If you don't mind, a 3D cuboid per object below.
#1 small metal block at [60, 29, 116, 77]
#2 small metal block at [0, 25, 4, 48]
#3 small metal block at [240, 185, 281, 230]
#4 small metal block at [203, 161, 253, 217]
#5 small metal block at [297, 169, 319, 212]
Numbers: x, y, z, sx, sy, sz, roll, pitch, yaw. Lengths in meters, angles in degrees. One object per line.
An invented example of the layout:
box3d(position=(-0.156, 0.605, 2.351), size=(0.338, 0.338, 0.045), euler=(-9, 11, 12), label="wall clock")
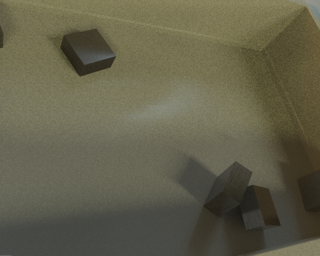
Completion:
box3d(position=(-0.097, -0.102, 0.417), size=(0.050, 0.025, 0.050), euler=(-28, 77, -37), label="small metal block")
box3d(position=(-0.218, -0.119, 0.361), size=(0.050, 0.025, 0.050), euler=(-16, 70, -35), label="small metal block")
box3d(position=(0.127, 0.104, 0.402), size=(0.050, 0.025, 0.050), euler=(20, 51, -46), label="small metal block")
box3d(position=(0.085, 0.077, 0.389), size=(0.025, 0.050, 0.050), euler=(35, 51, 2), label="small metal block")
box3d(position=(0.241, 0.094, 0.465), size=(0.025, 0.050, 0.050), euler=(13, 56, -22), label="small metal block")
